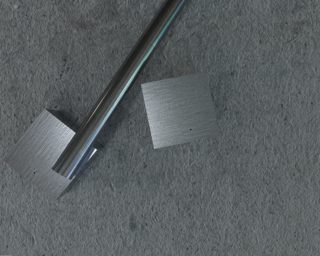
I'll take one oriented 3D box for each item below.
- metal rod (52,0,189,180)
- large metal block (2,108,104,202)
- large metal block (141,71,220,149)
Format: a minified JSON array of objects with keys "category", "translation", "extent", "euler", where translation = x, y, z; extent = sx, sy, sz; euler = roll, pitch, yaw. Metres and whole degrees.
[{"category":"metal rod","translation":[-0.035,-0.073,0.380],"extent":[0.025,0.025,0.300],"euler":[31,78,0]},{"category":"large metal block","translation":[-0.132,0.032,0.396],"extent":[0.080,0.050,0.080],"euler":[39,90,0]},{"category":"large metal block","translation":[0.024,-0.022,0.398],"extent":[0.080,0.050,0.080],"euler":[-11,90,0]}]
